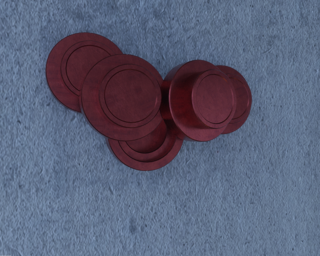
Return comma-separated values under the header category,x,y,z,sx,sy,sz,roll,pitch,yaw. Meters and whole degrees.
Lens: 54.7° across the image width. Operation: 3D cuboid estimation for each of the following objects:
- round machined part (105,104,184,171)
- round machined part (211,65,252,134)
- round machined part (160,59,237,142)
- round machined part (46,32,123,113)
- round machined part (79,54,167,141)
category,x,y,z,sx,sy,sz,roll,pitch,yaw
round machined part,-0.022,0.003,0.394,0.099,0.042,0.097,0,90,-21
round machined part,0.088,-0.040,0.435,0.099,0.042,0.097,0,90,-21
round machined part,0.052,-0.032,0.366,0.099,0.042,0.097,1,88,-33
round machined part,-0.084,-0.066,0.370,0.099,0.042,0.097,0,90,-21
round machined part,-0.037,-0.034,0.343,0.099,0.042,0.097,0,90,-21
